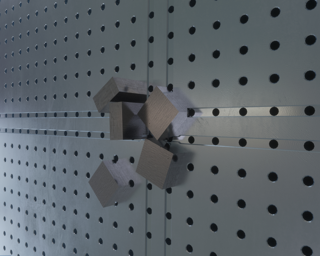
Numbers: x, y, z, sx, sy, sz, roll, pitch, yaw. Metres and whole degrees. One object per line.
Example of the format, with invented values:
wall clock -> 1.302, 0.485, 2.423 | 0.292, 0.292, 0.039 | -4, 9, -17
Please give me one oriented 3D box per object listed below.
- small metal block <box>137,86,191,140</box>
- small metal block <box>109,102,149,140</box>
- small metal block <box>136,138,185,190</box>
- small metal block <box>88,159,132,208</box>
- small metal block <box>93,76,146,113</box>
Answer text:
small metal block -> 0.004, -0.019, 0.407 | 0.050, 0.025, 0.050 | 52, 120, 27
small metal block -> -0.042, -0.009, 0.429 | 0.025, 0.050, 0.050 | -3, 88, 40
small metal block -> 0.000, 0.046, 0.411 | 0.050, 0.025, 0.050 | 27, 107, 37
small metal block -> -0.078, 0.084, 0.475 | 0.050, 0.025, 0.050 | 51, 120, 27
small metal block -> -0.058, -0.045, 0.443 | 0.050, 0.050, 0.025 | -39, 66, 33
